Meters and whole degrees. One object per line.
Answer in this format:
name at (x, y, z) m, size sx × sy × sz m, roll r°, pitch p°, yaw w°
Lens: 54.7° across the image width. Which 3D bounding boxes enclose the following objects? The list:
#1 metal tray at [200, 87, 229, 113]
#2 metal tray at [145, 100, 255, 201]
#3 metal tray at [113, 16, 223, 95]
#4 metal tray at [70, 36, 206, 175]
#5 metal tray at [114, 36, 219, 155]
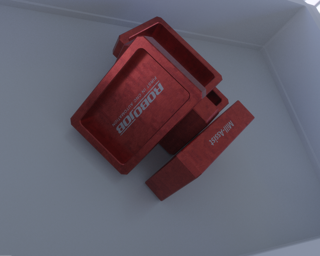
metal tray at (0.028, -0.057, 0.453) m, size 0.130 × 0.030 × 0.091 m, roll 46°, pitch 52°, yaw 5°
metal tray at (0.049, 0.026, 0.374) m, size 0.030 × 0.090 × 0.131 m, roll 49°, pitch 51°, yaw 5°
metal tray at (0.012, -0.085, 0.422) m, size 0.130 × 0.030 × 0.090 m, roll 45°, pitch 51°, yaw 3°
metal tray at (-0.026, -0.023, 0.339) m, size 0.090 × 0.130 × 0.030 m, roll 45°, pitch 20°, yaw 2°
metal tray at (-0.003, -0.037, 0.383) m, size 0.130 × 0.090 × 0.030 m, roll 45°, pitch 51°, yaw 2°
